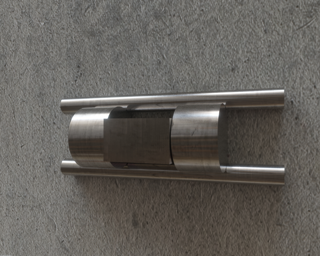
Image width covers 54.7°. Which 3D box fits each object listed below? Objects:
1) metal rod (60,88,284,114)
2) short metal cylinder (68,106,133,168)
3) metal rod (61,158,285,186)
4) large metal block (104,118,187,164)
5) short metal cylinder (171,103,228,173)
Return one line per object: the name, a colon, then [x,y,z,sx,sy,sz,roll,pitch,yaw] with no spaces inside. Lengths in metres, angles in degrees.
metal rod: [0.002,-0.033,0.410,0.301,0.025,0.025,0,90,19]
short metal cylinder: [-0.075,0.012,0.407,0.050,0.080,0.080,-1,90,20]
metal rod: [0.002,0.056,0.409,0.301,0.025,0.025,0,90,19]
large metal block: [-0.014,0.014,0.383,0.080,0.080,0.050,0,90,20]
short metal cylinder: [0.049,0.012,0.363,0.050,0.080,0.080,-1,90,20]
